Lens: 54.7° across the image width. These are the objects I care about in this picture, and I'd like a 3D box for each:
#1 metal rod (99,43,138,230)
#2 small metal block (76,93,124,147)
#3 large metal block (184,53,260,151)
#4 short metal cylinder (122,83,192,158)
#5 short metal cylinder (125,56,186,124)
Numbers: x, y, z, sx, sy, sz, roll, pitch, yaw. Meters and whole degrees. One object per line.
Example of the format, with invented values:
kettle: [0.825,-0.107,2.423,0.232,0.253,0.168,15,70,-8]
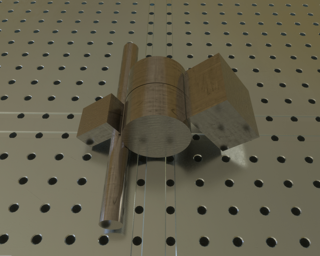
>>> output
metal rod: [-0.049,-0.015,0.414,0.025,0.025,0.300,0,50,0]
small metal block: [-0.075,-0.010,0.396,0.050,0.025,0.050,-24,44,26]
large metal block: [0.075,-0.031,0.384,0.050,0.080,0.080,-26,44,29]
short metal cylinder: [-0.004,-0.007,0.373,0.081,0.080,0.050,0,50,0]
short metal cylinder: [-0.003,-0.046,0.405,0.081,0.080,0.050,0,50,0]
